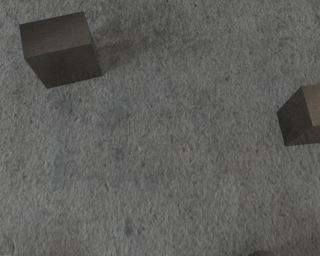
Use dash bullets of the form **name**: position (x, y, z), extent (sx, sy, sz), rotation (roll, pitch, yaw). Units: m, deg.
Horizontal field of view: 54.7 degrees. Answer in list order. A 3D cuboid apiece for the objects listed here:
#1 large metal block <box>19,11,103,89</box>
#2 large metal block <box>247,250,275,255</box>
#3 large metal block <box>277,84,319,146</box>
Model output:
- **large metal block**: position (-0.128, -0.101, 0.414), extent (0.081, 0.080, 0.050), rotation (-14, 71, -6)
- **large metal block**: position (0.096, 0.186, 0.328), extent (0.080, 0.050, 0.080), rotation (-21, 72, -8)
- **large metal block**: position (0.205, -0.016, 0.387), extent (0.081, 0.080, 0.050), rotation (-5, 70, -2)
